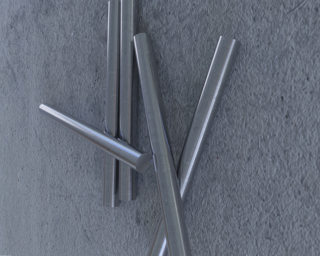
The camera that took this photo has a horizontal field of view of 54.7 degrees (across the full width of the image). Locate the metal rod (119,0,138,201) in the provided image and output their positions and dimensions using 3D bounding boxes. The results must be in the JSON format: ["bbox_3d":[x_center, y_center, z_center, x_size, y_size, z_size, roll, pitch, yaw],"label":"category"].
[{"bbox_3d":[-0.044,-0.049,0.439,0.025,0.025,0.298,1,91,39],"label":"metal rod"}]

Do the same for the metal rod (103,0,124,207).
[{"bbox_3d":[-0.068,-0.034,0.458,0.025,0.025,0.298,3,92,39],"label":"metal rod"}]

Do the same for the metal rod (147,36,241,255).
[{"bbox_3d":[0.035,0.041,0.374,0.025,0.025,0.298,27,107,36],"label":"metal rod"}]

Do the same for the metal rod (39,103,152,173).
[{"bbox_3d":[-0.116,0.003,0.471,0.300,0.025,0.025,21,104,46],"label":"metal rod"}]

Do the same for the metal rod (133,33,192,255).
[{"bbox_3d":[0.000,0.017,0.377,0.025,0.025,0.299,-24,67,37],"label":"metal rod"}]
